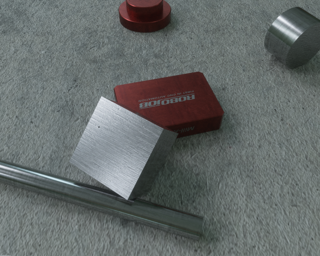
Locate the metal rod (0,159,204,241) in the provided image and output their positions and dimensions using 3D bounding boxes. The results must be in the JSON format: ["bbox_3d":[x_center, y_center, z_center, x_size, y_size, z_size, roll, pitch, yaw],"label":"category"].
[{"bbox_3d":[-0.103,0.069,0.343,0.301,0.025,0.025,13,51,10],"label":"metal rod"}]

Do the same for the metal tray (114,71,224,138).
[{"bbox_3d":[0.010,-0.029,0.424,0.131,0.030,0.090,-11,51,-10],"label":"metal tray"}]

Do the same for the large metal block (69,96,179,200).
[{"bbox_3d":[-0.039,0.022,0.343,0.080,0.050,0.080,28,93,21],"label":"large metal block"}]

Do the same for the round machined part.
[{"bbox_3d":[-0.029,-0.224,0.580,0.099,0.042,0.098,0,50,0],"label":"round machined part"}]

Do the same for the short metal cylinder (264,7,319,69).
[{"bbox_3d":[0.214,-0.142,0.489,0.081,0.080,0.050,-22,54,-18],"label":"short metal cylinder"}]
